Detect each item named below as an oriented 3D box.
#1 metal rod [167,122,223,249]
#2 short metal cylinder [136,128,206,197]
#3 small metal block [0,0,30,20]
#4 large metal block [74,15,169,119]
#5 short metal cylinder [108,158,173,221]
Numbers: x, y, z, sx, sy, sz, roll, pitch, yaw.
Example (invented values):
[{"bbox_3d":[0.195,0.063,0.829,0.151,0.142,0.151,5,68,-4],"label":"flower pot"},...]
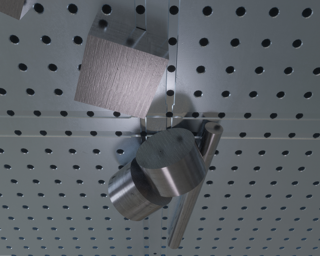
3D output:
[{"bbox_3d":[0.049,0.112,0.507,0.025,0.025,0.298,7,130,-6],"label":"metal rod"},{"bbox_3d":[0.015,0.044,0.410,0.080,0.080,0.050,-16,121,13],"label":"short metal cylinder"},{"bbox_3d":[-0.148,-0.139,0.292,0.050,0.025,0.050,22,127,-18],"label":"small metal block"},{"bbox_3d":[-0.042,-0.065,0.340,0.081,0.050,0.079,15,129,-13],"label":"large metal block"},{"bbox_3d":[-0.027,0.087,0.449,0.080,0.080,0.050,35,122,-26],"label":"short metal cylinder"}]
